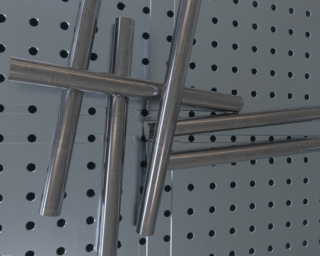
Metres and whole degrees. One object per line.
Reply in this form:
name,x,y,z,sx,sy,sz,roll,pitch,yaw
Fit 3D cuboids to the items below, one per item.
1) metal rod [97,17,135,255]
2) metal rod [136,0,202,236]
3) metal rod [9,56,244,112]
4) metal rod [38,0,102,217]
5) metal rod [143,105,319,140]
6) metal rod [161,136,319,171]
metal rod,-0.055,0.012,0.391,0.025,0.025,0.298,5,88,-20
metal rod,0.008,-0.008,0.377,0.025,0.025,0.298,7,102,-20
metal rod,-0.018,-0.047,0.382,0.302,0.025,0.025,5,88,-29
metal rod,-0.104,-0.046,0.373,0.025,0.025,0.299,11,86,-20
metal rod,0.123,-0.011,0.457,0.302,0.025,0.025,-6,92,-20
metal rod,0.140,0.035,0.463,0.302,0.025,0.025,-4,92,-20
